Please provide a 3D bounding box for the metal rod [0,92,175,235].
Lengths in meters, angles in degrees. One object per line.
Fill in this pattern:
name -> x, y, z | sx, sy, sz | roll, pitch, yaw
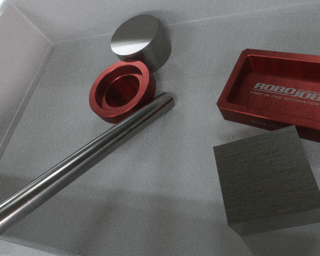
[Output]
metal rod -> -0.088, 0.038, 0.339 | 0.025, 0.025, 0.302 | 22, 45, 36

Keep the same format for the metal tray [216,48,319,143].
metal tray -> 0.142, -0.041, 0.352 | 0.130, 0.030, 0.090 | 17, 70, 34

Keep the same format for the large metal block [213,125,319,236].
large metal block -> 0.104, 0.053, 0.302 | 0.080, 0.050, 0.080 | -17, 55, 18

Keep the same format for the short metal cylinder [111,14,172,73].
short metal cylinder -> -0.029, -0.129, 0.482 | 0.080, 0.050, 0.080 | -13, 56, 20

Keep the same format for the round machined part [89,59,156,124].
round machined part -> -0.050, -0.048, 0.449 | 0.098, 0.042, 0.098 | -13, 56, 20
